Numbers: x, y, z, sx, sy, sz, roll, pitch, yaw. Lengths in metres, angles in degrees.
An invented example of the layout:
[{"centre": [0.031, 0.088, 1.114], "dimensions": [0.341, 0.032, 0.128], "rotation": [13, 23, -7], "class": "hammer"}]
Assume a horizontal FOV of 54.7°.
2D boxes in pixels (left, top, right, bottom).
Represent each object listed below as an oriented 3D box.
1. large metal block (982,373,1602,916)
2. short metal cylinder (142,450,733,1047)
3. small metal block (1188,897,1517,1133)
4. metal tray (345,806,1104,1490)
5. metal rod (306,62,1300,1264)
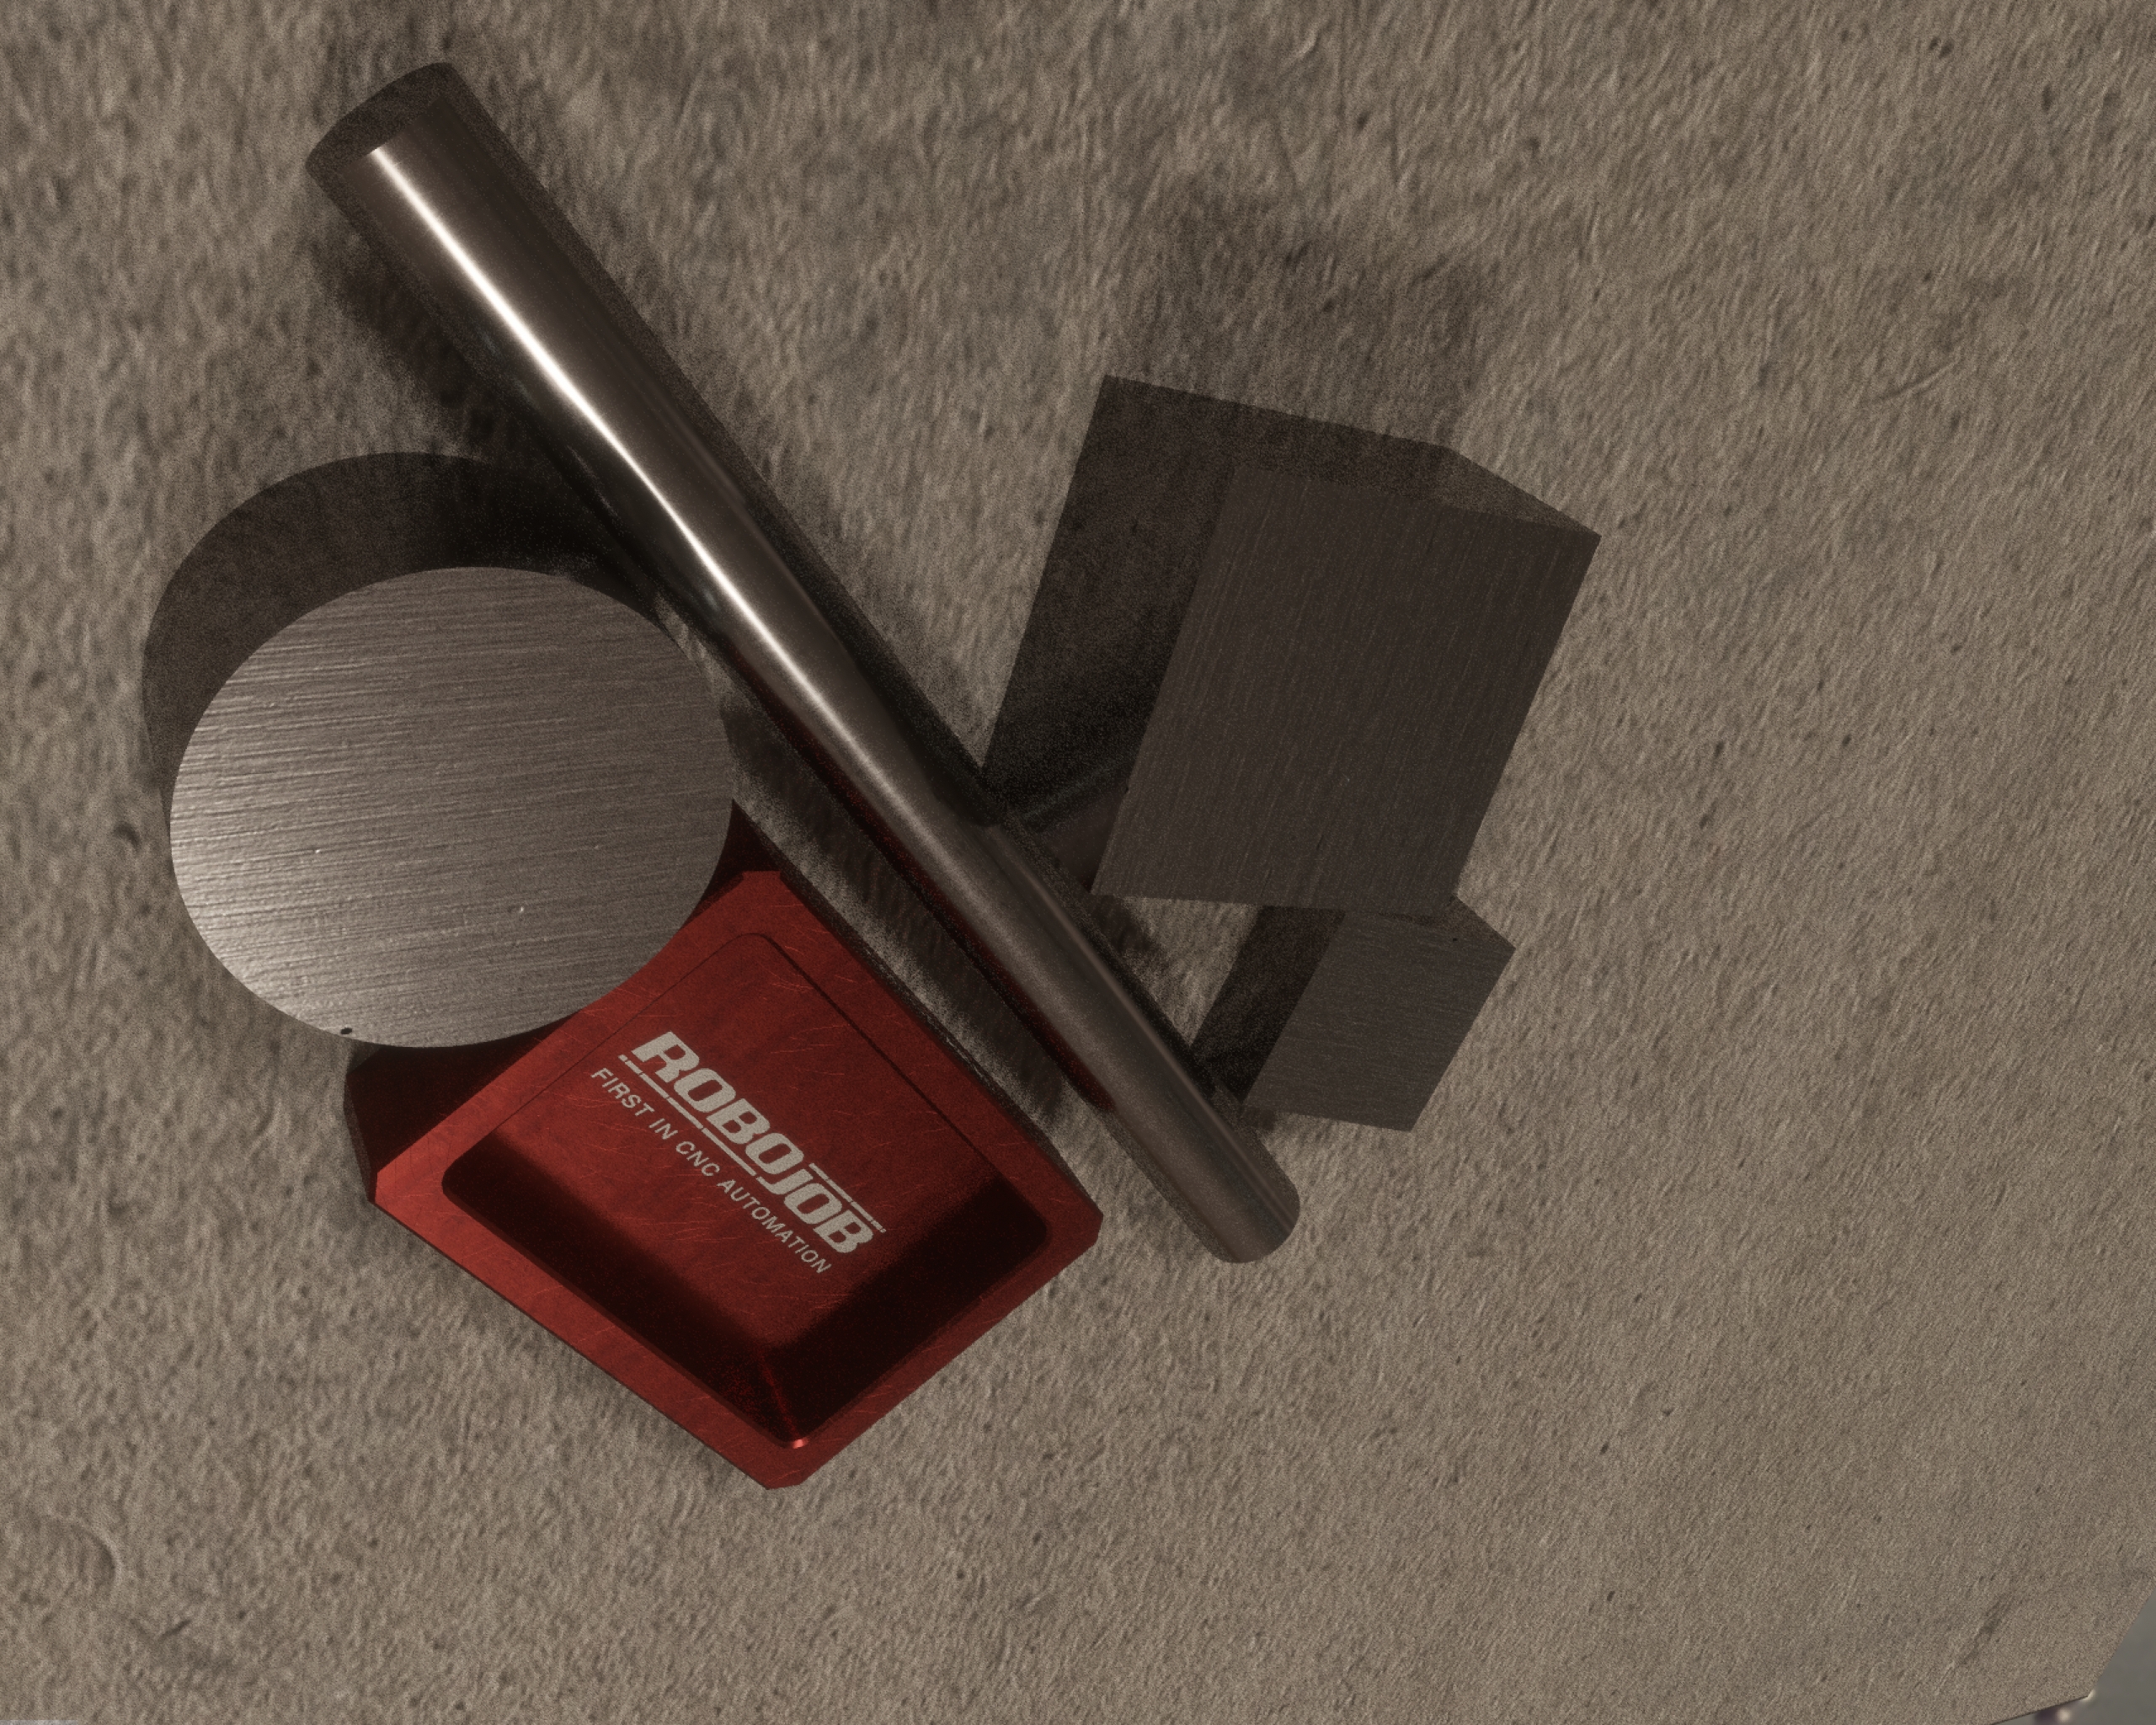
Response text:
[{"centre": [0.038, -0.039, 0.390], "dimensions": [0.081, 0.050, 0.079], "rotation": [4, 116, -31], "class": "large metal block"}, {"centre": [-0.101, -0.018, 0.327], "dimensions": [0.081, 0.050, 0.079], "rotation": [-14, 125, -21], "class": "short metal cylinder"}, {"centre": [0.061, 0.029, 0.462], "dimensions": [0.050, 0.025, 0.050], "rotation": [14, 111, -34], "class": "small metal block"}, {"centre": [-0.064, 0.059, 0.408], "dimensions": [0.090, 0.030, 0.130], "rotation": [-39, 130, -2], "class": "metal tray"}, {"centre": [-0.029, -0.011, 0.386], "dimensions": [0.025, 0.025, 0.300], "rotation": [-39, 130, -3], "class": "metal rod"}]
